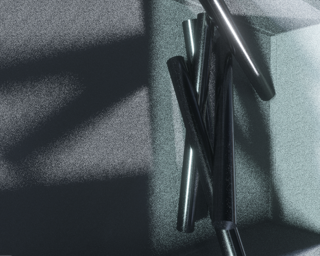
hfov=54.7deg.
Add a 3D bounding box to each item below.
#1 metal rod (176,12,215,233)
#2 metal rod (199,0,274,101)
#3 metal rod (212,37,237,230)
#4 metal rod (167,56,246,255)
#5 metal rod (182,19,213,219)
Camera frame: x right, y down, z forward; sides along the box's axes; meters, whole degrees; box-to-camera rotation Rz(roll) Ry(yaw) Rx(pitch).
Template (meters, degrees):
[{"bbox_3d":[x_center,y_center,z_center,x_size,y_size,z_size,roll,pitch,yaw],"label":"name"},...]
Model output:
[{"bbox_3d":[0.049,-0.005,0.429,0.025,0.025,0.298,3,94,-40],"label":"metal rod"},{"bbox_3d":[0.118,-0.116,0.458,0.301,0.025,0.025,35,68,-50],"label":"metal rod"},{"bbox_3d":[0.084,-0.020,0.403,0.025,0.025,0.300,39,44,-33],"label":"metal rod"},{"bbox_3d":[0.057,0.044,0.377,0.025,0.025,0.299,2,65,-40],"label":"metal rod"},{"bbox_3d":[0.067,-0.007,0.462,0.025,0.025,0.298,-15,100,-39],"label":"metal rod"}]
